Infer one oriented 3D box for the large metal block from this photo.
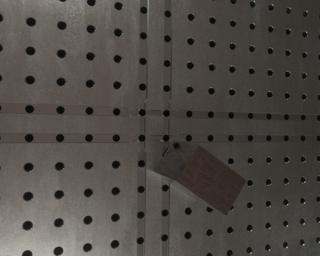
[{"bbox_3d":[0.049,0.062,0.403,0.080,0.080,0.050,37,78,-17],"label":"large metal block"}]
